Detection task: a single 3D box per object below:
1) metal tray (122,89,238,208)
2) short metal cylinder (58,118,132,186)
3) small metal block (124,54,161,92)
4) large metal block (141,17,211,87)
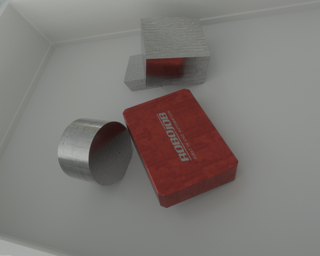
[{"bbox_3d":[0.019,0.017,0.362,0.091,0.030,0.130,-20,51,-10],"label":"metal tray"},{"bbox_3d":[-0.080,0.029,0.393,0.050,0.080,0.080,7,65,31],"label":"short metal cylinder"},{"bbox_3d":[-0.023,-0.086,0.469,0.050,0.025,0.050,-5,59,25],"label":"small metal block"},{"bbox_3d":[0.017,-0.105,0.424,0.081,0.050,0.080,-4,56,-6],"label":"large metal block"}]
